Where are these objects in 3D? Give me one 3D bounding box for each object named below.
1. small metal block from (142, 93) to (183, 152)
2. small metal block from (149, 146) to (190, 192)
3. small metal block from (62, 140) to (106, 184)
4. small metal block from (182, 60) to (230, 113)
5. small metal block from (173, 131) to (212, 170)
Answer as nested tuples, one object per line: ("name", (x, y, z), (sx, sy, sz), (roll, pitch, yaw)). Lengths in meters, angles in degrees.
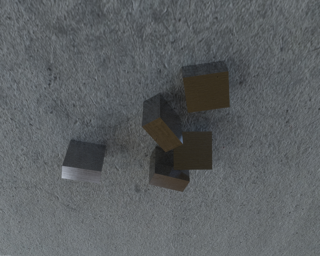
("small metal block", (0.003, -0.007, 0.385), (0.025, 0.050, 0.050), (-27, 125, 21))
("small metal block", (0.013, 0.058, 0.440), (0.050, 0.050, 0.025), (15, 130, -13))
("small metal block", (-0.104, 0.046, 0.429), (0.050, 0.050, 0.025), (10, 129, -9))
("small metal block", (0.054, -0.048, 0.366), (0.050, 0.025, 0.050), (-8, 130, 6))
("small metal block", (0.043, 0.029, 0.415), (0.050, 0.025, 0.050), (0, 90, -1))
